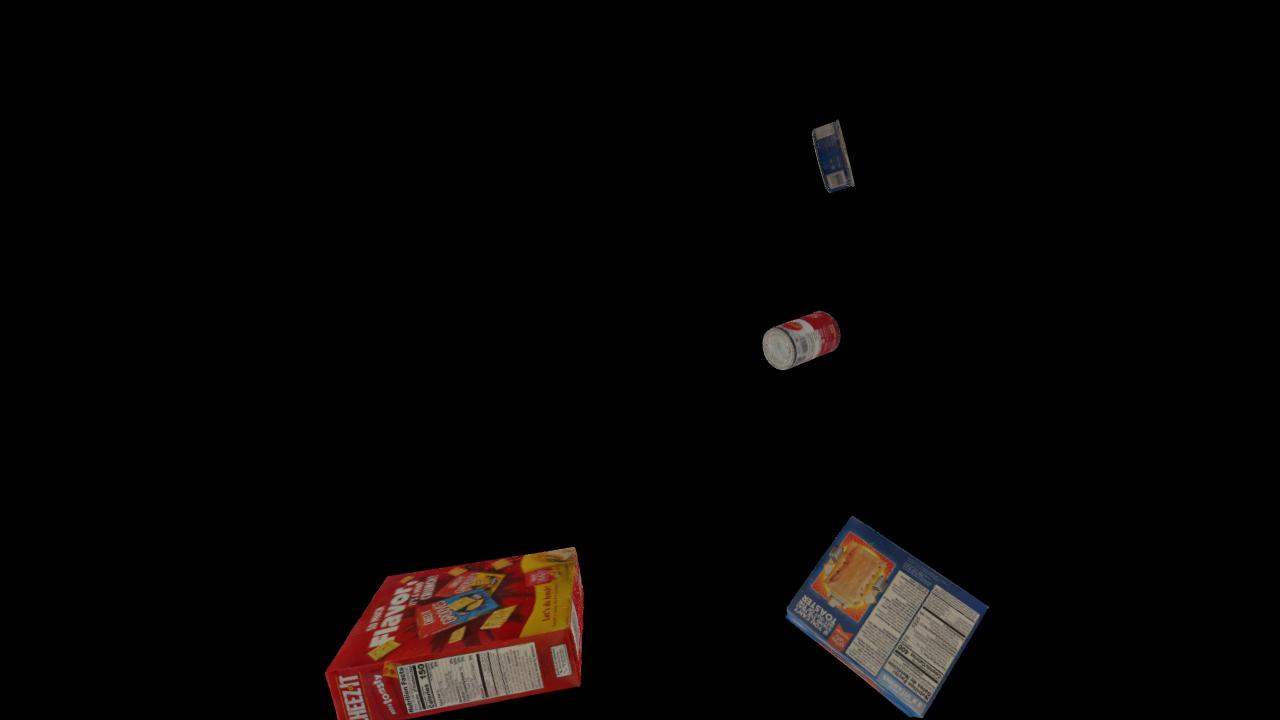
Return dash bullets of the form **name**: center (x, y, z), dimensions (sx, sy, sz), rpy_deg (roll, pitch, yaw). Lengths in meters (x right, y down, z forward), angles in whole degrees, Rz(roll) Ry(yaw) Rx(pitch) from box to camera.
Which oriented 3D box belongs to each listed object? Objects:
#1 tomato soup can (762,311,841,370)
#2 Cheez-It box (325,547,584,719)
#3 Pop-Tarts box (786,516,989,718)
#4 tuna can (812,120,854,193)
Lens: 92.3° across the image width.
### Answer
- **tomato soup can**: center (0.242, -0.029, 0.926), dimensions (0.101, 0.068, 0.068), rpy_deg (-20, 10, -30)
- **Cheez-It box**: center (-0.171, 0.272, 0.625), dimensions (0.223, 0.071, 0.166), rpy_deg (-9, 10, -3)
- **Pop-Tarts box**: center (0.279, 0.294, 0.715), dimensions (0.167, 0.141, 0.083), rpy_deg (33, -17, 29)
- **tuna can**: center (0.244, -0.255, 0.776), dimensions (0.034, 0.084, 0.084), rpy_deg (-14, -6, 24)
